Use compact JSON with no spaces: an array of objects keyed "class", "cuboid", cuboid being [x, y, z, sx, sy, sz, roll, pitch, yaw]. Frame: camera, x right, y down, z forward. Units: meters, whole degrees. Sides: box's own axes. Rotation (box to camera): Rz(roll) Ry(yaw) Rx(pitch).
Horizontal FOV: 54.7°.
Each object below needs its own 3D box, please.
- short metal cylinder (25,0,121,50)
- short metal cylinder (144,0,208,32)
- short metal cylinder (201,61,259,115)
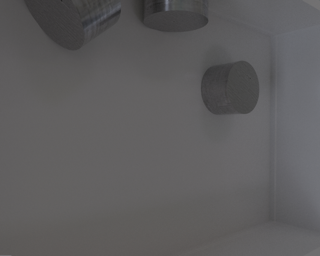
[{"class":"short metal cylinder","cuboid":[-0.085,-0.123,0.299,0.050,0.080,0.080,-47,118,-30]},{"class":"short metal cylinder","cuboid":[0.020,-0.157,0.387,0.081,0.080,0.050,0,90,-40]},{"class":"short metal cylinder","cuboid":[0.110,-0.061,0.482,0.081,0.050,0.080,0,90,-40]}]
